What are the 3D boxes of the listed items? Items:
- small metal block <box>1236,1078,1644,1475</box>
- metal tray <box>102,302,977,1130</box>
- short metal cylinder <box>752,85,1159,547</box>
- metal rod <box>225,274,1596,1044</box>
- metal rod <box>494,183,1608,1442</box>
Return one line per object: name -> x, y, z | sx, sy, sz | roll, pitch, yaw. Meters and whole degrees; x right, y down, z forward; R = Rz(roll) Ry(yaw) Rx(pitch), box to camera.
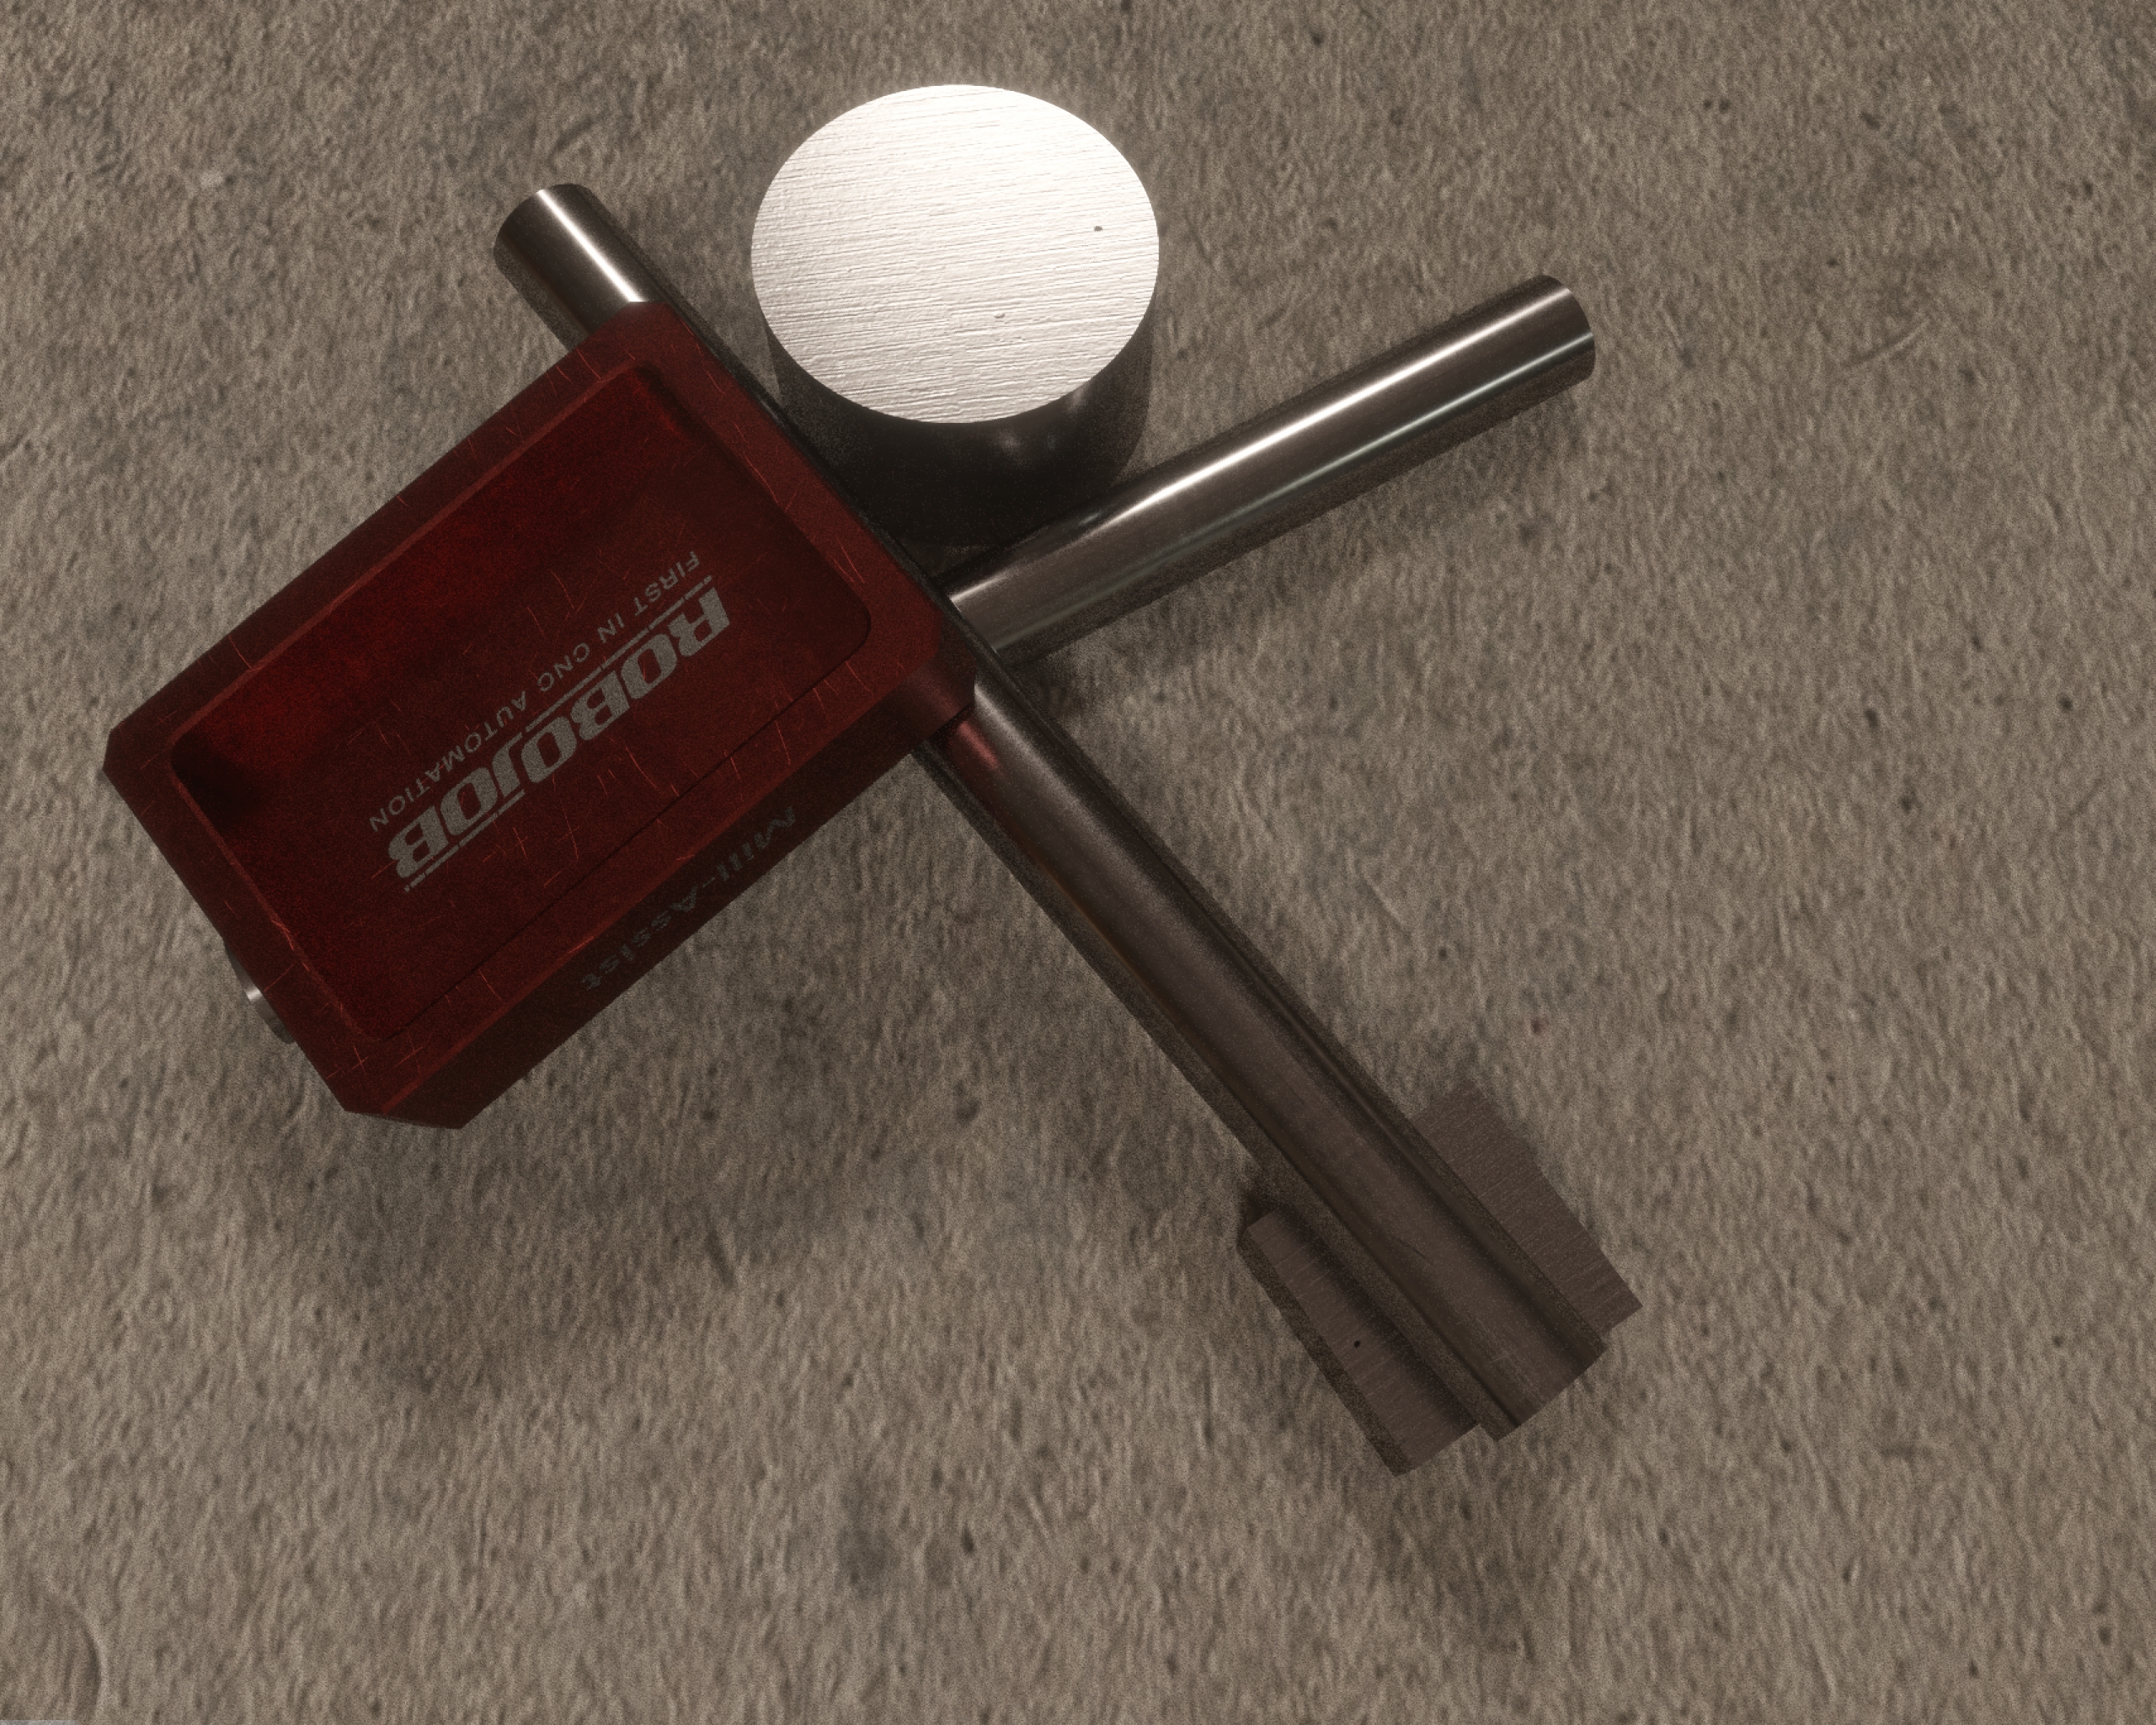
small metal block -> 0.065, 0.076, 0.382 | 0.050, 0.025, 0.050 | -32, 73, -11
metal tray -> -0.096, -0.026, 0.374 | 0.130, 0.030, 0.090 | -40, 74, -2
short metal cylinder -> -0.024, -0.113, 0.436 | 0.081, 0.050, 0.080 | 0, 70, 0
metal rod -> -0.026, -0.046, 0.426 | 0.302, 0.025, 0.025 | -28, 73, -10
metal rod -> -0.015, -0.020, 0.390 | 0.025, 0.025, 0.300 | -37, 75, -13
